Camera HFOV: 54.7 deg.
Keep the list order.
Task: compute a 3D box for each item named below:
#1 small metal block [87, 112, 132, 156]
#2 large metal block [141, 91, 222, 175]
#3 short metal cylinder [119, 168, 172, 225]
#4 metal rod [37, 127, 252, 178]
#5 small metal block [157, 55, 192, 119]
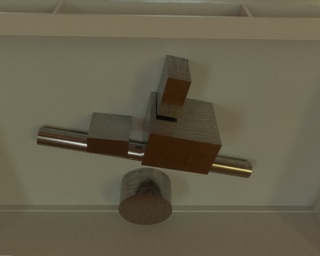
[{"bbox_3d":[-0.064,0.007,0.398,0.050,0.050,0.025,5,130,-5],"label":"small metal block"},{"bbox_3d":[0.023,0.005,0.378,0.081,0.080,0.050,10,129,-9],"label":"large metal block"},{"bbox_3d":[-0.022,0.108,0.484,0.081,0.050,0.079,0,130,0],"label":"short metal cylinder"},{"bbox_3d":[-0.015,0.037,0.440,0.302,0.025,0.025,10,129,-9],"label":"metal rod"},{"bbox_3d":[0.015,-0.047,0.353,0.025,0.050,0.050,10,129,-9],"label":"small metal block"}]
